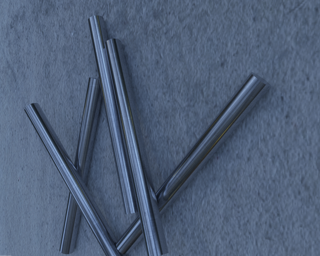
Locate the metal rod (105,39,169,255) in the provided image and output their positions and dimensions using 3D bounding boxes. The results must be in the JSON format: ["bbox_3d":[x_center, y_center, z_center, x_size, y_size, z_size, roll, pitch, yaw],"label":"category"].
[{"bbox_3d":[-0.036,0.012,0.411,0.025,0.025,0.299,-29,66,36],"label":"metal rod"}]

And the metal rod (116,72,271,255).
[{"bbox_3d":[0.026,0.060,0.381,0.025,0.025,0.298,50,119,28],"label":"metal rod"}]

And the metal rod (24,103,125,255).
[{"bbox_3d":[-0.132,0.086,0.481,0.025,0.025,0.299,-43,74,31],"label":"metal rod"}]

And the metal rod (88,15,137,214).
[{"bbox_3d":[-0.068,-0.026,0.458,0.025,0.025,0.299,-20,77,38],"label":"metal rod"}]

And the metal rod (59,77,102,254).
[{"bbox_3d":[-0.129,0.067,0.508,0.025,0.025,0.298,20,103,38],"label":"metal rod"}]
